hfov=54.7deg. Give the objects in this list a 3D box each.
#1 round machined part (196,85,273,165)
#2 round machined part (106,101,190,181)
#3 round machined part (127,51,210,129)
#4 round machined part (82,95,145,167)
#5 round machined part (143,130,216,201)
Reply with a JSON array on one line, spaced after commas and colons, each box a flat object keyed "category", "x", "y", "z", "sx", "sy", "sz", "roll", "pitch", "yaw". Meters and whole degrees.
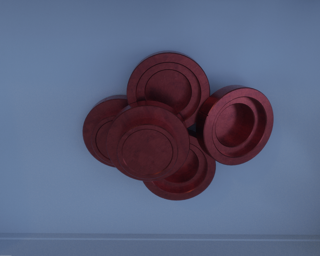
[{"category": "round machined part", "x": 0.088, "y": -0.006, "z": 0.388, "sx": 0.099, "sy": 0.042, "sz": 0.097, "roll": -7, "pitch": 109, "yaw": -20}, {"category": "round machined part", "x": -0.014, "y": 0.020, "z": 0.361, "sx": 0.099, "sy": 0.042, "sz": 0.097, "roll": 0, "pitch": 110, "yaw": -1}, {"category": "round machined part", "x": 0.010, "y": -0.046, "z": 0.384, "sx": 0.099, "sy": 0.042, "sz": 0.097, "roll": 0, "pitch": 110, "yaw": -1}, {"category": "round machined part", "x": -0.051, "y": 0.009, "z": 0.401, "sx": 0.099, "sy": 0.042, "sz": 0.097, "roll": 0, "pitch": 110, "yaw": -1}, {"category": "round machined part", "x": 0.023, "y": 0.045, "z": 0.417, "sx": 0.099, "sy": 0.042, "sz": 0.097, "roll": 0, "pitch": 110, "yaw": -1}]
